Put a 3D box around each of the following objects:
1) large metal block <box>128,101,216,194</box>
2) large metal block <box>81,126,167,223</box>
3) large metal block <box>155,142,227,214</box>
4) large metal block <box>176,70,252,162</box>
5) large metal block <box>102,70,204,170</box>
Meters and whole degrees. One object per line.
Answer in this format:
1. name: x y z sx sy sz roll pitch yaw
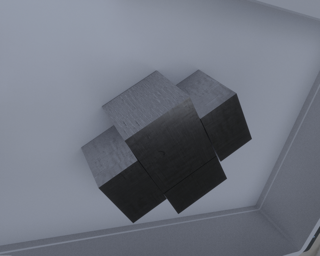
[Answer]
1. large metal block: 0.010 0.021 0.392 0.080 0.080 0.050 -35 129 -6
2. large metal block: -0.045 0.056 0.383 0.050 0.080 0.080 -35 129 -5
3. large metal block: 0.030 0.055 0.425 0.080 0.080 0.050 -35 129 -6
4. large metal block: 0.064 -0.017 0.398 0.050 0.080 0.080 -35 129 -5
5. large metal block: -0.010 -0.012 0.360 0.080 0.080 0.050 -35 129 -6
